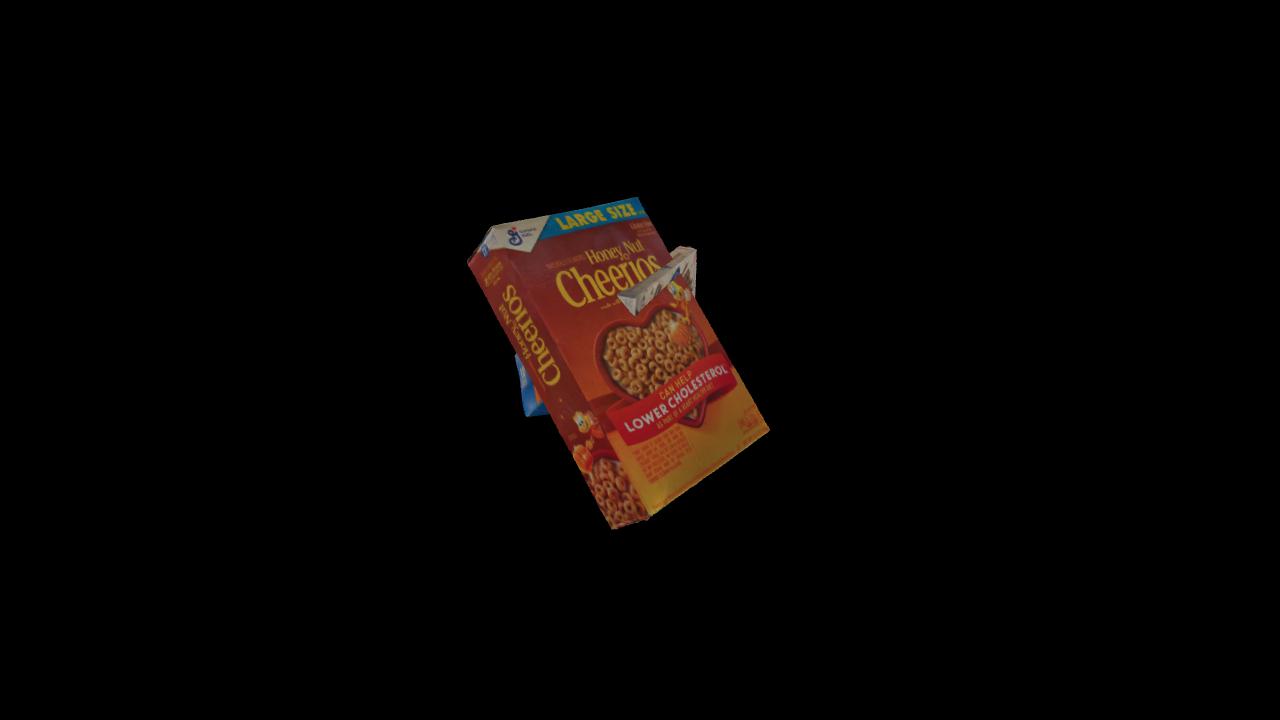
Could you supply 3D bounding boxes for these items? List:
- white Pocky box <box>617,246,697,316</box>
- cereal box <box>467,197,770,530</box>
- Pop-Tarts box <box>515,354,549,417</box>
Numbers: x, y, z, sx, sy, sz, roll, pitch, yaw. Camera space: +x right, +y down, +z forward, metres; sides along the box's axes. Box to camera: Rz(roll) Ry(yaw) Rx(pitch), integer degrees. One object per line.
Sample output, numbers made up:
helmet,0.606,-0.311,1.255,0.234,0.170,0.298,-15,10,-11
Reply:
white Pocky box,0.020,-0.062,0.679,0.028,0.084,0.154,15,34,25
cereal box,-0.015,-0.012,0.636,0.203,0.306,0.081,-24,-7,-43
Pop-Tarts box,-0.045,-0.003,0.691,0.141,0.083,0.167,-4,-19,-30
